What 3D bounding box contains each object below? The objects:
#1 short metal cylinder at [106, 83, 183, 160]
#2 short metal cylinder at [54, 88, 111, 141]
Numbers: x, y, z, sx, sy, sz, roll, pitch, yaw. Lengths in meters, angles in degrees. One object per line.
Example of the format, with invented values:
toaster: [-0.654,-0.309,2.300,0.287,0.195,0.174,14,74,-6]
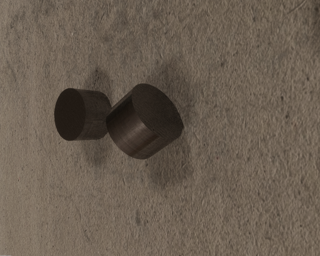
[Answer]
short metal cylinder: [-0.019,-0.008,0.383,0.050,0.081,0.080,-37,67,33]
short metal cylinder: [-0.121,-0.020,0.486,0.080,0.050,0.079,0,90,39]
